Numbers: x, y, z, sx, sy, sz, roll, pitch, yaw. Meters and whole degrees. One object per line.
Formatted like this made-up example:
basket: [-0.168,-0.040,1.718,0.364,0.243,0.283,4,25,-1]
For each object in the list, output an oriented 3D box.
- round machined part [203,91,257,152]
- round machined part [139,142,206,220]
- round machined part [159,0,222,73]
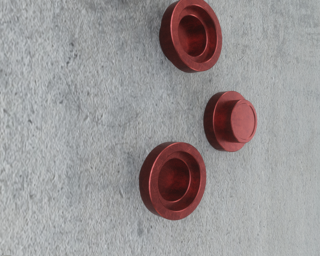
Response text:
round machined part: [0.118,-0.010,0.492,0.099,0.042,0.097,0,90,-40]
round machined part: [0.012,0.066,0.404,0.099,0.042,0.097,0,90,-40]
round machined part: [0.038,-0.124,0.425,0.099,0.042,0.097,0,90,-40]
